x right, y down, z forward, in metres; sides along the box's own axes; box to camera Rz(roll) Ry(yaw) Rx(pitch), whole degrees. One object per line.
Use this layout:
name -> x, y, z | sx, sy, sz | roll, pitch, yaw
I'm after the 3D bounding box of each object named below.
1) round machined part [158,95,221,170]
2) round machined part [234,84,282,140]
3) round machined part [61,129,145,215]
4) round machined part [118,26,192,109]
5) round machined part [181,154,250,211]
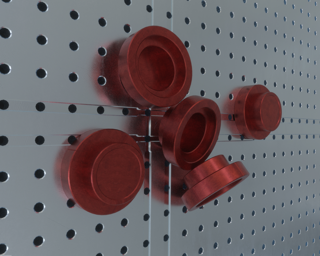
round machined part -> 0.036, 0.003, 0.415 | 0.099, 0.042, 0.097 | -24, 124, -40
round machined part -> 0.178, -0.028, 0.545 | 0.099, 0.042, 0.097 | 0, 90, -40
round machined part -> -0.056, 0.049, 0.350 | 0.099, 0.042, 0.097 | 0, 90, -40
round machined part -> -0.010, -0.072, 0.386 | 0.099, 0.042, 0.098 | 3, 84, -38
round machined part -> 0.071, 0.073, 0.433 | 0.099, 0.097, 0.042 | -14, 63, -39
